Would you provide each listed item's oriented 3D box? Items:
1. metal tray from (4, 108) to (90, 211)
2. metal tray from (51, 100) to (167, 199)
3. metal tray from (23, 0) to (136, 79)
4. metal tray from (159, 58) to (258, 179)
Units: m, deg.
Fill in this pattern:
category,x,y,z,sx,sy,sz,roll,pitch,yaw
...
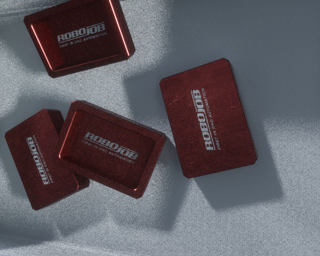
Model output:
category,x,y,z,sx,sy,sz,roll,pitch,yaw
metal tray,-0.172,0.047,0.469,0.090,0.030,0.130,-28,81,17
metal tray,-0.067,0.027,0.413,0.131,0.030,0.090,22,96,4
metal tray,-0.109,-0.127,0.425,0.130,0.030,0.090,-9,115,19
metal tray,0.060,-0.010,0.387,0.090,0.030,0.129,-16,85,19
